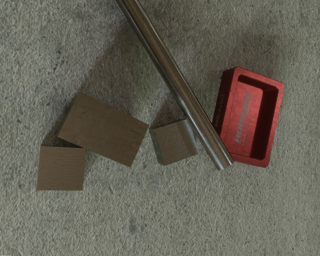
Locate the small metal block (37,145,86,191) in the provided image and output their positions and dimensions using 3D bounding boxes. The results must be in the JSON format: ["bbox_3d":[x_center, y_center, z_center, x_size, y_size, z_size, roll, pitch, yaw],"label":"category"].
[{"bbox_3d":[-0.117,0.047,0.367,0.050,0.025,0.050,5,89,-20],"label":"small metal block"}]

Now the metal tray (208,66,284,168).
[{"bbox_3d":[0.126,-0.014,0.454,0.091,0.030,0.129,15,85,-20],"label":"metal tray"}]

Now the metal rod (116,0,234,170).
[{"bbox_3d":[0.009,-0.078,0.396,0.025,0.025,0.299,-33,95,-17],"label":"metal rod"}]

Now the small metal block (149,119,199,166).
[{"bbox_3d":[0.018,0.018,0.417,0.050,0.025,0.050,-17,96,-20],"label":"small metal block"}]

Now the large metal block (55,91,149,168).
[{"bbox_3d":[-0.070,0.003,0.355,0.080,0.080,0.050,26,81,-19],"label":"large metal block"}]
